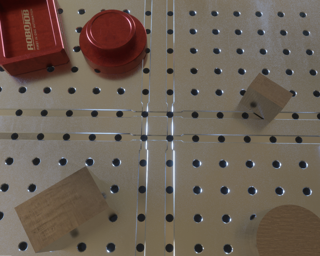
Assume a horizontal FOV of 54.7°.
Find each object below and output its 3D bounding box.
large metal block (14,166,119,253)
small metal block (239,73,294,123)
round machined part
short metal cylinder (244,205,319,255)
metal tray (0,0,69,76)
[{"bbox_3d":[-0.098,0.093,0.348,0.080,0.080,0.050,-31,73,-11],"label":"large metal block"},{"bbox_3d":[0.140,-0.039,0.414,0.050,0.050,0.025,36,74,12],"label":"small metal block"},{"bbox_3d":[-0.069,-0.131,0.450,0.099,0.042,0.098,0,70,0],"label":"round machined part"},{"bbox_3d":[0.143,0.130,0.352,0.081,0.050,0.080,0,70,0],"label":"short metal cylinder"},{"bbox_3d":[-0.194,-0.149,0.461,0.091,0.030,0.130,-15,71,-6],"label":"metal tray"}]
